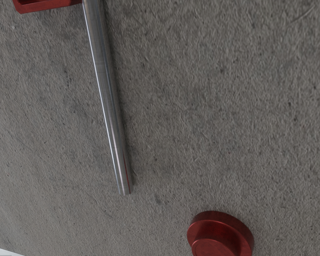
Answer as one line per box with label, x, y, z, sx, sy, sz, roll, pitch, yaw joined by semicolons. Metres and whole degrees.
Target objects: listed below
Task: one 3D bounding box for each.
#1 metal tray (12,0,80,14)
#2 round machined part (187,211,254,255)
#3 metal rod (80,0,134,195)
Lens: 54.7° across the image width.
metal tray;-0.145;-0.204;0.353;0.090;0.030;0.129;3;120;26
round machined part;0.086;0.174;0.459;0.098;0.042;0.097;13;124;21
metal rod;-0.067;-0.030;0.423;0.025;0.025;0.298;9;122;23
